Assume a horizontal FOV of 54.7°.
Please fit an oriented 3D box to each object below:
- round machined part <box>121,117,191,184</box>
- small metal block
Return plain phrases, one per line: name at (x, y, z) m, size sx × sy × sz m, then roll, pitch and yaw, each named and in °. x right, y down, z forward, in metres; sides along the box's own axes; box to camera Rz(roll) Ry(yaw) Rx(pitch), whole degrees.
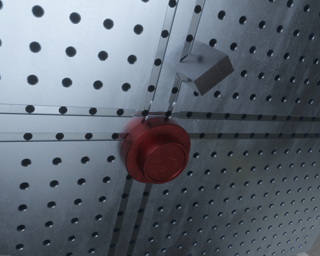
round machined part at (0.000, 0.038, 0.425) m, size 0.099 × 0.042 × 0.097 m, roll -14°, pitch 125°, yaw -21°
small metal block at (0.053, -0.073, 0.381) m, size 0.050 × 0.050 × 0.025 m, roll -38°, pitch 130°, yaw -3°
